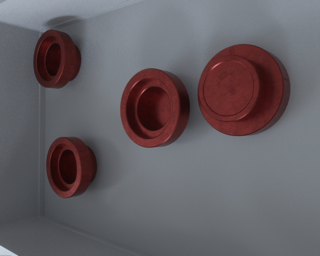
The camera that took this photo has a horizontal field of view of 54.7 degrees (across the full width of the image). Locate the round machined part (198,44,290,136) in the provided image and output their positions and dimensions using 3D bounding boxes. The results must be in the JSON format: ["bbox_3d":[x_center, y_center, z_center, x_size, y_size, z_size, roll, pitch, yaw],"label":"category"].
[{"bbox_3d":[0.081,-0.040,0.328,0.098,0.042,0.097,0,90,39],"label":"round machined part"}]

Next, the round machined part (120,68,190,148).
[{"bbox_3d":[-0.002,-0.024,0.396,0.098,0.042,0.097,0,90,39],"label":"round machined part"}]

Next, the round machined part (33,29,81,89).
[{"bbox_3d":[-0.174,-0.117,0.536,0.098,0.042,0.097,0,90,39],"label":"round machined part"}]

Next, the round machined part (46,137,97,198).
[{"bbox_3d":[-0.142,0.063,0.510,0.098,0.042,0.097,0,90,39],"label":"round machined part"}]
